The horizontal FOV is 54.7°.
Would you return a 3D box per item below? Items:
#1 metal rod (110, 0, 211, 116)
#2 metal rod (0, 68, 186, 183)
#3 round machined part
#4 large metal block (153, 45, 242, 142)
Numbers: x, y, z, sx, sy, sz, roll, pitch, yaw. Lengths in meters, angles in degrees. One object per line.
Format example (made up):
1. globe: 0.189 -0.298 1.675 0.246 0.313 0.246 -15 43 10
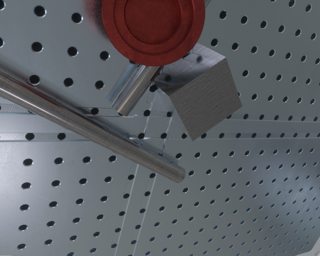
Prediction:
1. metal rod: 0.040 -0.139 0.346 0.025 0.025 0.299 29 102 -38
2. metal rod: -0.070 0.009 0.378 0.301 0.025 0.025 32 100 -38
3. round machined part: -0.008 -0.114 0.312 0.099 0.042 0.097 -2 107 -7
4. large metal block: 0.048 -0.044 0.395 0.080 0.050 0.080 -35 129 -5
